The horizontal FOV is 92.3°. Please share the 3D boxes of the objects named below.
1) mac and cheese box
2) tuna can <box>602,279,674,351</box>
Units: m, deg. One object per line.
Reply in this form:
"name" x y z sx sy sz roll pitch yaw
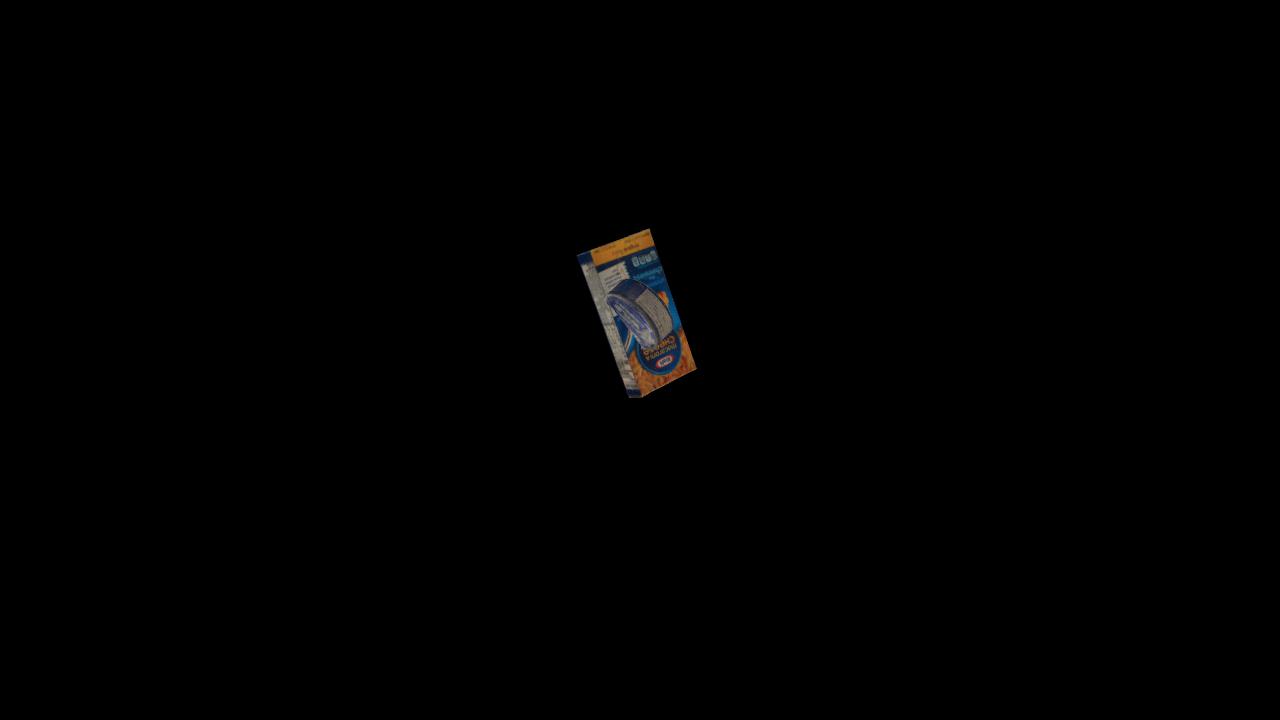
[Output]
"mac and cheese box" -0.001 -0.056 0.748 0.093 0.184 0.041 -27 12 -31
"tuna can" -0.002 -0.052 0.705 0.034 0.084 0.084 -45 20 -22
